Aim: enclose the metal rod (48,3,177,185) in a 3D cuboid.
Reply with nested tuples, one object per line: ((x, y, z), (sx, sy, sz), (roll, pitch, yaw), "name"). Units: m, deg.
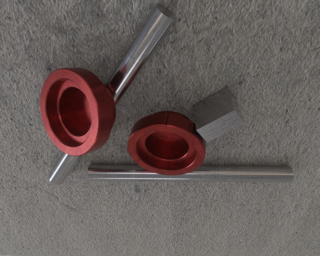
((-0.075, -0.020, 0.389), (0.025, 0.025, 0.298), (26, 125, -21), "metal rod")

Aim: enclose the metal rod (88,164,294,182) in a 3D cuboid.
((0.046, 0.068, 0.465), (0.302, 0.025, 0.025), (1, 130, -1), "metal rod")

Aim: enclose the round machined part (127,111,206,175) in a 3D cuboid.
((0.010, 0.016, 0.403), (0.099, 0.042, 0.097), (6, 136, 6), "round machined part")

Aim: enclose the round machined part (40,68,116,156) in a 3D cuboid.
((-0.090, -0.020, 0.356), (0.098, 0.042, 0.097), (9, 106, 34), "round machined part")

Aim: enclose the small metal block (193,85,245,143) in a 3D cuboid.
((0.070, -0.017, 0.377), (0.050, 0.050, 0.025), (-29, 124, 22), "small metal block")
